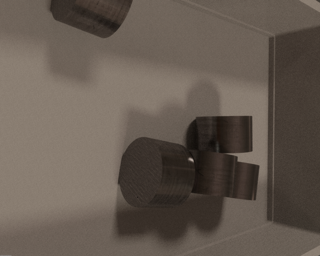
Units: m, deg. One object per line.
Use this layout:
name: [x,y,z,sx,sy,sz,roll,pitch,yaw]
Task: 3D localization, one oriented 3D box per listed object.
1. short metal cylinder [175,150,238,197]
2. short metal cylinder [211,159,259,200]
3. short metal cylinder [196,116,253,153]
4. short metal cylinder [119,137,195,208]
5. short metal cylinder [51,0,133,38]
short metal cylinder: [0.057,0.058,0.398,0.081,0.080,0.050,14,80,-40]
short metal cylinder: [0.104,0.075,0.461,0.081,0.080,0.050,14,81,-40]
short metal cylinder: [0.093,0.008,0.452,0.081,0.080,0.050,-2,91,-40]
short metal cylinder: [-0.005,0.054,0.369,0.050,0.080,0.080,14,81,-39]
short metal cylinder: [-0.069,-0.139,0.314,0.050,0.080,0.080,12,83,-40]
